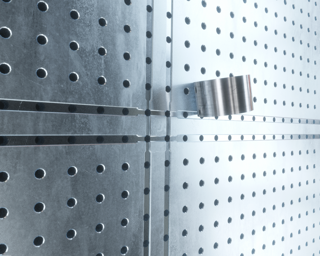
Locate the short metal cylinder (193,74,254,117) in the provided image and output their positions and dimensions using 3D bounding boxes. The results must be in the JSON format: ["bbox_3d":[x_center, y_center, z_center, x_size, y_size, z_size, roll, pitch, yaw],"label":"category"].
[{"bbox_3d":[0.091,-0.047,0.449,0.081,0.080,0.050,-13,99,-39],"label":"short metal cylinder"}]
